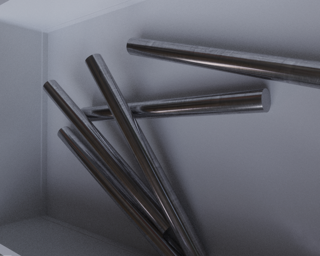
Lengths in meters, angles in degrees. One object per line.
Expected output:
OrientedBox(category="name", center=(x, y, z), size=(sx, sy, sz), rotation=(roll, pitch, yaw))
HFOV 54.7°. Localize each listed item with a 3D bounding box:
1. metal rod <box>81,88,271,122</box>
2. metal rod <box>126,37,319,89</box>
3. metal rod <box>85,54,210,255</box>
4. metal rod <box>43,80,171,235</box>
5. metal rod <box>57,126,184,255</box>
OrientedBox(category="metal rod", center=(-0.007, -0.025, 0.412), size=(0.300, 0.025, 0.025), rotation=(-2, 89, 40))
OrientedBox(category="metal rod", center=(0.073, -0.075, 0.346), size=(0.300, 0.025, 0.025), rotation=(20, 103, 38))
OrientedBox(category="metal rod", center=(-0.023, 0.031, 0.401), size=(0.025, 0.025, 0.299), rotation=(-38, 74, 33))
OrientedBox(category="metal rod", center=(-0.084, 0.029, 0.453), size=(0.300, 0.025, 0.025), rotation=(46, 118, 22))
OrientedBox(category="metal rod", center=(-0.072, 0.088, 0.465), size=(0.300, 0.025, 0.025), rotation=(40, 114, 33))
